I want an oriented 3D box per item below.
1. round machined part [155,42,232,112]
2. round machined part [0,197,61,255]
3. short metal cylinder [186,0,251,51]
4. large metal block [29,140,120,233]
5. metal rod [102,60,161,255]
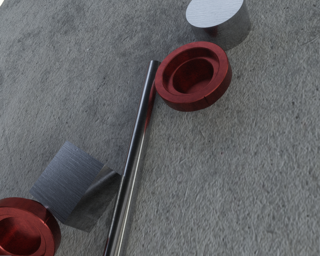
[{"bbox_3d":[0.046,-0.062,0.407,0.098,0.042,0.098,-13,56,21],"label":"round machined part"},{"bbox_3d":[-0.170,0.127,0.381,0.098,0.098,0.042,-27,15,11],"label":"round machined part"},{"bbox_3d":[0.083,-0.155,0.439,0.080,0.050,0.080,-13,56,21],"label":"short metal cylinder"},{"bbox_3d":[-0.106,0.074,0.398,0.080,0.050,0.080,25,75,36],"label":"large metal block"},{"bbox_3d":[-0.031,0.038,0.396,0.025,0.025,0.300,-4,60,26],"label":"metal rod"}]
